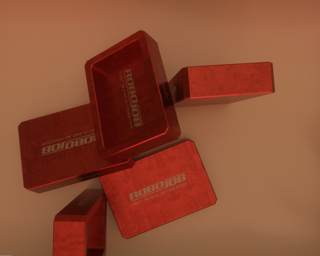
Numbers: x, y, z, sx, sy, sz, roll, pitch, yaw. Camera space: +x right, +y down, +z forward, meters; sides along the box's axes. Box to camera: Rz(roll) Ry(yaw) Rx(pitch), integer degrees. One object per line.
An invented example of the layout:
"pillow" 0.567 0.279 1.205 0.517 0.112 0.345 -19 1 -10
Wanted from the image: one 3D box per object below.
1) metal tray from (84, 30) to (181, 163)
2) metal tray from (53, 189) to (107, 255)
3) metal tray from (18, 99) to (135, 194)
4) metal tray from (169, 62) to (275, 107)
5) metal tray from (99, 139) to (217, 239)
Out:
"metal tray" -0.035 -0.036 0.355 0.090 0.030 0.130 -23 66 23
"metal tray" -0.087 0.128 0.358 0.030 0.130 0.089 1 90 0
"metal tray" -0.106 0.021 0.392 0.131 0.030 0.090 -16 69 -1
"metal tray" 0.059 -0.045 0.355 0.091 0.130 0.030 -5 90 -7
"metal tray" -0.002 0.078 0.409 0.131 0.030 0.090 -22 90 -1
